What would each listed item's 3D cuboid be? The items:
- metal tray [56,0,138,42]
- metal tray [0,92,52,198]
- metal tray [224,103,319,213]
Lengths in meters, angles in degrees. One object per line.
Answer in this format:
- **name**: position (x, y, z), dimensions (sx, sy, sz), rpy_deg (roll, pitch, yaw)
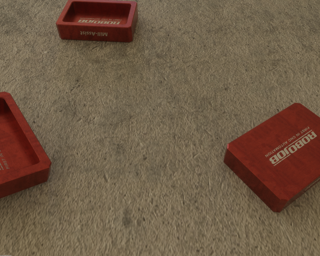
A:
- **metal tray**: position (-0.111, -0.197, 0.564), dimensions (0.131, 0.030, 0.090), rpy_deg (3, 50, 3)
- **metal tray**: position (-0.195, 0.018, 0.354), dimensions (0.091, 0.030, 0.130), rpy_deg (-19, 58, -39)
- **metal tray**: position (0.155, 0.030, 0.376), dimensions (0.131, 0.030, 0.090), rpy_deg (-28, 56, -22)
